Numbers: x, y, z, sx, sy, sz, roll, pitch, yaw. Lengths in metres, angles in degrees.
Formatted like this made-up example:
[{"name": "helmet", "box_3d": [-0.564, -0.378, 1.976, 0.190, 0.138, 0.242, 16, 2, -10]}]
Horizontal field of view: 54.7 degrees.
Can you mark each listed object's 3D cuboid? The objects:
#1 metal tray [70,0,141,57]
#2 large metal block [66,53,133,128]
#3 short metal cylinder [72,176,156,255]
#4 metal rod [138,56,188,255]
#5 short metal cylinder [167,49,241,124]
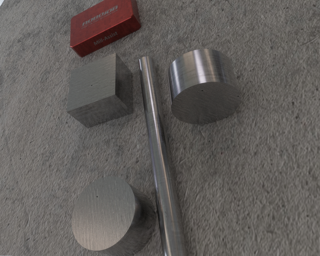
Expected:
[{"name": "metal tray", "box_3d": [-0.104, -0.195, 0.575, 0.130, 0.030, 0.090, -21, 54, 15]}, {"name": "large metal block", "box_3d": [-0.089, -0.056, 0.469, 0.080, 0.050, 0.080, -17, 55, 18]}, {"name": "short metal cylinder", "box_3d": [-0.052, 0.101, 0.353, 0.080, 0.050, 0.080, -13, 56, 21]}, {"name": "metal rod", "box_3d": [-0.002, 0.021, 0.391, 0.025, 0.025, 0.299, -20, 54, 16]}, {"name": "short metal cylinder", "box_3d": [0.051, -0.047, 0.371, 0.080, 0.080, 0.050, -18, 55, 18]}]
